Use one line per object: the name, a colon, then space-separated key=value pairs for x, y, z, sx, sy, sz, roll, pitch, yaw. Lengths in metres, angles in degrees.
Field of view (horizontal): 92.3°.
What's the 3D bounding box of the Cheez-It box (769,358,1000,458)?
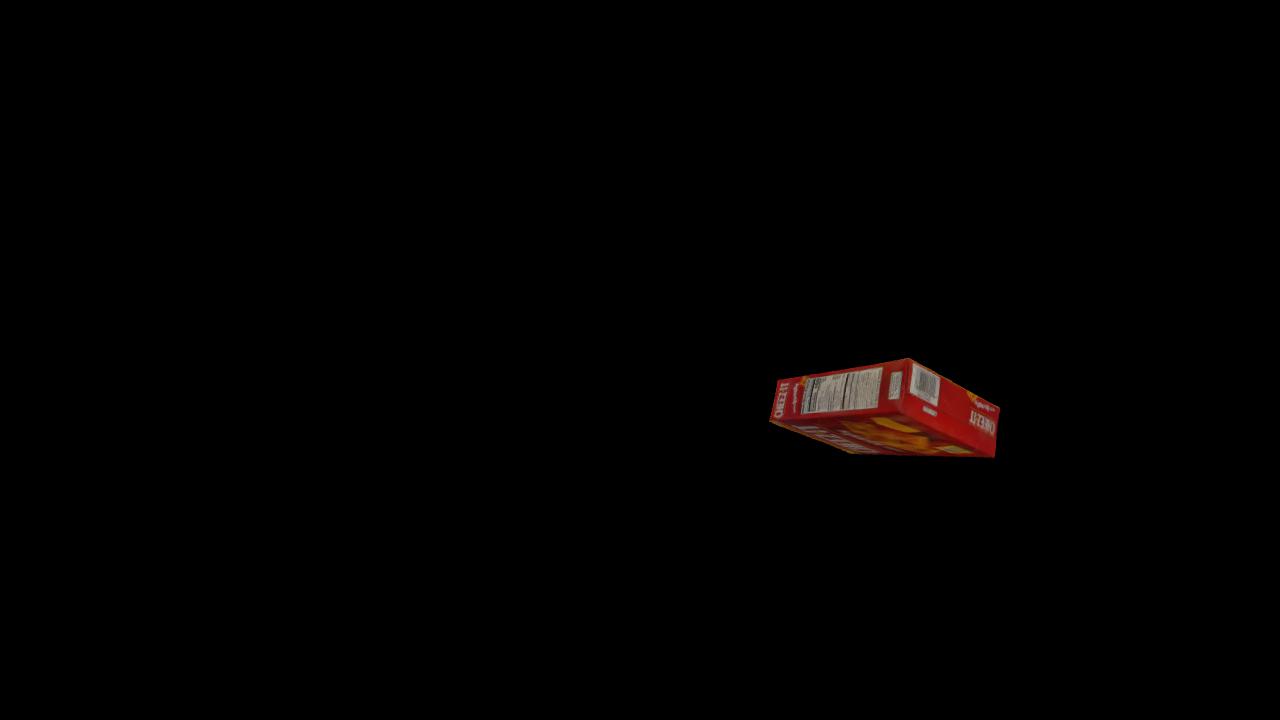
Cheez-It box: x=0.300 y=0.069 z=0.781 sx=0.166 sy=0.071 sz=0.223 roll=23 pitch=-17 yaw=-24
